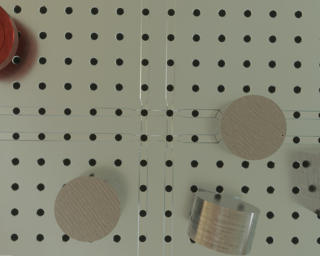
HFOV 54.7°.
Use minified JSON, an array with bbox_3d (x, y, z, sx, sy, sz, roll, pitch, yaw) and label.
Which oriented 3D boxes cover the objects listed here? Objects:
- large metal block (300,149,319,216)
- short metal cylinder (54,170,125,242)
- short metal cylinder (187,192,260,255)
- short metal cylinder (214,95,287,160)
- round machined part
[{"bbox_3d":[0.238,0.067,0.403,0.080,0.050,0.080,-7,90,0],"label":"large metal block"},{"bbox_3d":[-0.088,0.098,0.400,0.081,0.050,0.080,0,90,0],"label":"short metal cylinder"},{"bbox_3d":[0.078,0.116,0.386,0.080,0.080,0.050,13,90,0],"label":"short metal cylinder"},{"bbox_3d":[0.114,-0.001,0.402,0.081,0.050,0.080,0,90,0],"label":"short metal cylinder"},{"bbox_3d":[-0.234,-0.116,0.397,0.099,0.042,0.097,-1,94,-10],"label":"round machined part"}]
